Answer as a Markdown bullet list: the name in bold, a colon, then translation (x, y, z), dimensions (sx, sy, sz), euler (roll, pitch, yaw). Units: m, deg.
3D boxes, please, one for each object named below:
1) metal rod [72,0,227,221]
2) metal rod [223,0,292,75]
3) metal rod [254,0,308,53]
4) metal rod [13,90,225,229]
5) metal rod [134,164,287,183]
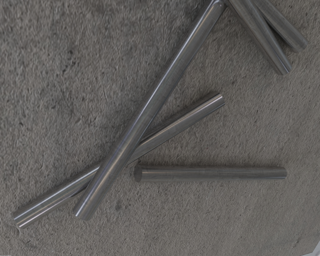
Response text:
- **metal rod**: translation (-0.015, -0.020, 0.366), dimensions (0.025, 0.025, 0.299), euler (29, 96, -38)
- **metal rod**: translation (0.088, -0.140, 0.343), dimensions (0.025, 0.025, 0.301), euler (-52, 136, 8)
- **metal rod**: translation (0.087, -0.165, 0.351), dimensions (0.302, 0.025, 0.025), euler (23, 106, -37)
- **metal rod**: translation (-0.046, 0.036, 0.403), dimensions (0.301, 0.025, 0.025), euler (-31, 129, -8)
- **metal rod**: translation (0.099, 0.074, 0.506), dimensions (0.302, 0.025, 0.025), euler (5, 116, -31)
